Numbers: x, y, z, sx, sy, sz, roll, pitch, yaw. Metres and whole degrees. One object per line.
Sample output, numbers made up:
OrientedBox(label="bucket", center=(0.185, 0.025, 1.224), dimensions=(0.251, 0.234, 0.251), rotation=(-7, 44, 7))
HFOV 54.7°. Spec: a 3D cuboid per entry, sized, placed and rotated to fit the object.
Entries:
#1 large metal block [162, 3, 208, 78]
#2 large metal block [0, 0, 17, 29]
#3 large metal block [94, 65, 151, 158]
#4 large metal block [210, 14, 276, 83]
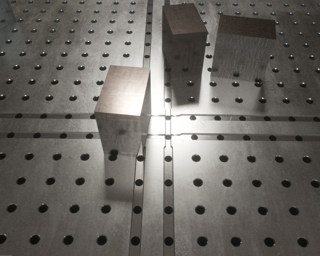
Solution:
OrientedBox(label="large metal block", center=(0.035, -0.137, 0.488), dimensions=(0.050, 0.080, 0.080), rotation=(-8, 51, -7))
OrientedBox(label="large metal block", center=(-0.319, -0.235, 0.565), dimensions=(0.080, 0.080, 0.050), rotation=(37, 59, 26))
OrientedBox(label="large metal block", center=(-0.042, -0.020, 0.389), dimensions=(0.050, 0.080, 0.080), rotation=(5, 50, 4))
OrientedBox(label="large metal block", center=(0.125, -0.121, 0.475), dimensions=(0.080, 0.080, 0.050), rotation=(9, 51, 7))
